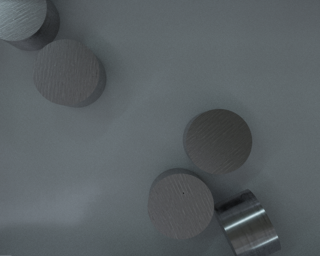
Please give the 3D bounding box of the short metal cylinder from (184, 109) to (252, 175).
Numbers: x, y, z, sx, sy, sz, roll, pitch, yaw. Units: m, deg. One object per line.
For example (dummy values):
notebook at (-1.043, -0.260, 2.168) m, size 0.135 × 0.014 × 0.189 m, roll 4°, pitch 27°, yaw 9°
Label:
short metal cylinder at (0.072, 0.016, 0.400) m, size 0.081 × 0.050 × 0.079 m, roll 0°, pitch 90°, yaw -1°

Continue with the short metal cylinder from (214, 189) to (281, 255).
short metal cylinder at (0.105, 0.123, 0.385) m, size 0.050 × 0.080 × 0.080 m, roll -25°, pitch 90°, yaw 0°

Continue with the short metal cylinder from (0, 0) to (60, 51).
short metal cylinder at (-0.177, -0.144, 0.396) m, size 0.081 × 0.050 × 0.079 m, roll 0°, pitch 90°, yaw -1°

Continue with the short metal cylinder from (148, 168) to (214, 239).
short metal cylinder at (0.025, 0.095, 0.399) m, size 0.081 × 0.050 × 0.079 m, roll 0°, pitch 90°, yaw -1°

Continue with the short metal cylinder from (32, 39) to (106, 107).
short metal cylinder at (-0.113, -0.067, 0.397) m, size 0.081 × 0.050 × 0.079 m, roll 0°, pitch 90°, yaw -1°
